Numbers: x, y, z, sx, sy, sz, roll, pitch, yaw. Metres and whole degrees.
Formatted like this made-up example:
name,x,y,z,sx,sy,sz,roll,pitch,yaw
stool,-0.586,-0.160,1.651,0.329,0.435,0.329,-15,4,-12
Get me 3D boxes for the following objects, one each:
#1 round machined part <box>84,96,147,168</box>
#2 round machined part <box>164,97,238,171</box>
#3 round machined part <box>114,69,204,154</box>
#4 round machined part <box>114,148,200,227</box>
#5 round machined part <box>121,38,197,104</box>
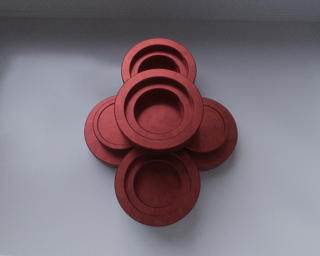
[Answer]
name,x,y,z,sx,sy,sz,roll,pitch,yaw
round machined part,-0.048,0.001,0.398,0.099,0.042,0.098,0,70,-1
round machined part,0.051,0.004,0.397,0.099,0.042,0.098,0,70,-1
round machined part,-0.001,-0.016,0.360,0.099,0.042,0.098,0,70,-1
round machined part,-0.003,0.069,0.373,0.099,0.042,0.098,0,70,-1
round machined part,-0.001,-0.070,0.424,0.099,0.042,0.098,0,70,-1
